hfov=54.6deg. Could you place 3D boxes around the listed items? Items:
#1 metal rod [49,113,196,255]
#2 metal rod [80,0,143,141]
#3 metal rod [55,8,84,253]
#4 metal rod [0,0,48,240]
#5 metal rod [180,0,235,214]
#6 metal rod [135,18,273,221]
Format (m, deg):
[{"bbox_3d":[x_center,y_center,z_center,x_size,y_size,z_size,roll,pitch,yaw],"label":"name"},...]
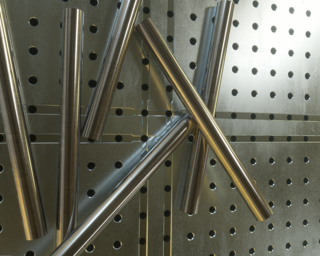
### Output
[{"bbox_3d":[-0.056,0.090,0.373,0.301,0.025,0.025,-46,105,-21],"label":"metal rod"},{"bbox_3d":[-0.045,-0.130,0.395,0.025,0.025,0.299,18,84,-19],"label":"metal rod"},{"bbox_3d":[-0.108,0.009,0.372,0.025,0.025,0.298,2,89,-20],"label":"metal rod"},{"bbox_3d":[-0.167,-0.022,0.350,0.025,0.025,0.298,-11,94,-20],"label":"metal rod"},{"bbox_3d":[0.067,-0.032,0.436,0.025,0.025,0.299,12,86,-20],"label":"metal rod"},{"bbox_3d":[0.058,-0.010,0.408,0.025,0.025,0.299,-33,91,-17],"label":"metal rod"}]
